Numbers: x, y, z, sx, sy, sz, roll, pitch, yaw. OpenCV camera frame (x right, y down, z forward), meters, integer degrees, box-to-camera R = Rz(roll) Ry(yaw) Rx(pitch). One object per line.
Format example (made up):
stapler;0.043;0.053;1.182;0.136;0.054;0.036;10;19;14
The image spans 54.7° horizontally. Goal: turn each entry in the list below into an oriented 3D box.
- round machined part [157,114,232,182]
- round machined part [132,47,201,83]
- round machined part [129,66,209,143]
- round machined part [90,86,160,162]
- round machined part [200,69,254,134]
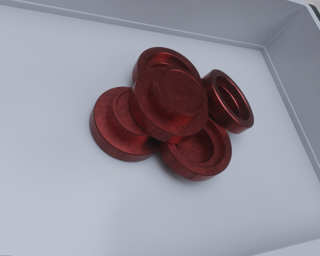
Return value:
round machined part;0.040;0.023;0.402;0.099;0.042;0.098;14;56;-21
round machined part;0.007;-0.063;0.436;0.099;0.042;0.098;14;56;-21
round machined part;0.017;-0.034;0.368;0.099;0.042;0.098;14;56;-21
round machined part;-0.033;-0.012;0.381;0.099;0.042;0.098;14;56;-21
round machined part;0.089;-0.033;0.449;0.098;0.042;0.098;32;39;-31
